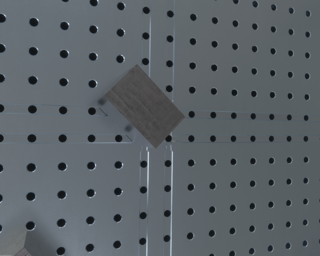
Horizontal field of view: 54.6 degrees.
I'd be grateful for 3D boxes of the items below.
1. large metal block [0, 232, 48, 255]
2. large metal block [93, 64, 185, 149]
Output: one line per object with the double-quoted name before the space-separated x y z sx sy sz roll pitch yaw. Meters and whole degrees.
"large metal block" -0.158 0.179 0.341 0.080 0.050 0.080 -38 102 -16
"large metal block" -0.028 -0.023 0.373 0.080 0.080 0.050 47 76 -14
